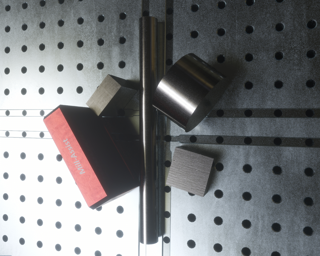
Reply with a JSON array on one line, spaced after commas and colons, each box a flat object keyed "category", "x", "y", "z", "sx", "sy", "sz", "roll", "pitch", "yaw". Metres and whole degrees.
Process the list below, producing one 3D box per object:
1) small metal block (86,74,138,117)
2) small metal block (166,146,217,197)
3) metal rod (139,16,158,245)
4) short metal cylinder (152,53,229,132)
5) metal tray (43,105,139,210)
[{"category": "small metal block", "x": -0.064, "y": -0.042, "z": 0.420, "sx": 0.025, "sy": 0.050, "sz": 0.050, "roll": 43, "pitch": 103, "yaw": 14}, {"category": "small metal block", "x": 0.041, "y": 0.055, "z": 0.398, "sx": 0.050, "sy": 0.025, "sz": 0.050, "roll": 16, "pitch": 95, "yaw": 19}, {"category": "metal rod", "x": -0.015, "y": 0.003, "z": 0.416, "sx": 0.025, "sy": 0.025, "sz": 0.298, "roll": 0, "pitch": 90, "yaw": 19}, {"category": "short metal cylinder", "x": 0.036, "y": -0.041, "z": 0.370, "sx": 0.050, "sy": 0.080, "sz": 0.080, "roll": 39, "pitch": 102, "yaw": 15}, {"category": "metal tray", "x": -0.086, "y": 0.033, "z": 0.406, "sx": 0.030, "sy": 0.090, "sz": 0.130, "roll": -34, "pitch": 79, "yaw": 17}]
